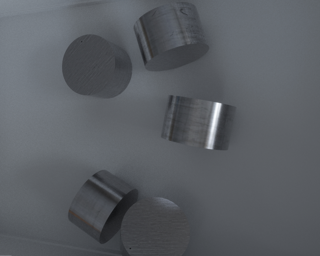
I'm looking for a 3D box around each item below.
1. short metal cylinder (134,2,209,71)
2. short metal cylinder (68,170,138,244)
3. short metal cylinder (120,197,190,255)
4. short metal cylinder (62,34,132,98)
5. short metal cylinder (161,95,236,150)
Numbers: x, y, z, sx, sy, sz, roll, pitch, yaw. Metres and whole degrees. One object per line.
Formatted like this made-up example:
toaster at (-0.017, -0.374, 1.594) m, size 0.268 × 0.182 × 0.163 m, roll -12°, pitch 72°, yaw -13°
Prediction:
short metal cylinder at (0.014, -0.108, 0.376) m, size 0.080 × 0.080 × 0.050 m, roll -18°, pitch 84°, yaw 19°
short metal cylinder at (-0.073, 0.102, 0.407) m, size 0.050 × 0.080 × 0.080 m, roll 29°, pitch 100°, yaw 18°
short metal cylinder at (-0.008, 0.132, 0.378) m, size 0.081 × 0.050 × 0.080 m, roll 5°, pitch 55°, yaw -6°
short metal cylinder at (-0.086, -0.082, 0.427) m, size 0.080 × 0.050 × 0.080 m, roll 0°, pitch 90°, yaw 20°
short metal cylinder at (0.045, -0.007, 0.365) m, size 0.080 × 0.080 × 0.050 m, roll 12°, pitch 94°, yaw 19°
